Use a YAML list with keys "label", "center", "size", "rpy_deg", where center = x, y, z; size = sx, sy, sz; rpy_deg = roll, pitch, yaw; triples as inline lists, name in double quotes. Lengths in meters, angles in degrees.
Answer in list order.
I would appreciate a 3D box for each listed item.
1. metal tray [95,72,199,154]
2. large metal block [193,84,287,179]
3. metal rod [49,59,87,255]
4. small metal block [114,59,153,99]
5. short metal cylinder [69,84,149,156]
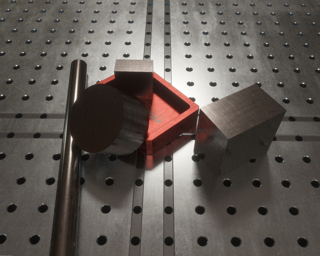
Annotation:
- label: "metal tray"
  center: [-0.022, -0.033, 0.431]
  size: [0.091, 0.030, 0.130]
  rpy_deg: [-33, 58, -25]
- label: "large metal block"
  center: [0.091, 0.005, 0.369]
  size: [0.081, 0.080, 0.050]
  rpy_deg: [-24, 54, -19]
- label: "metal rod"
  center: [-0.111, 0.016, 0.392]
  size: [0.025, 0.025, 0.300]
  rpy_deg: [-5, 50, -4]
- label: "small metal block"
  center: [-0.035, -0.067, 0.431]
  size: [0.050, 0.050, 0.025]
  rpy_deg: [1, 50, 1]
- label: "short metal cylinder"
  center: [-0.061, -0.008, 0.371]
  size: [0.080, 0.050, 0.080]
  rpy_deg: [-6, 79, 29]
